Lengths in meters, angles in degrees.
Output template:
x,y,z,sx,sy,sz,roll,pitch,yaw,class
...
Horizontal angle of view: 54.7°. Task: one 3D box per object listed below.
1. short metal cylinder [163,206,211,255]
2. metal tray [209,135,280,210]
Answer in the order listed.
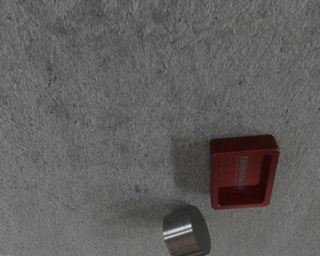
x,y,z,sx,sy,sz,roll,pitch,yaw,class
0.046,0.178,0.523,0.050,0.080,0.080,-24,126,19,short metal cylinder
0.122,0.070,0.464,0.091,0.030,0.129,-5,130,4,metal tray
